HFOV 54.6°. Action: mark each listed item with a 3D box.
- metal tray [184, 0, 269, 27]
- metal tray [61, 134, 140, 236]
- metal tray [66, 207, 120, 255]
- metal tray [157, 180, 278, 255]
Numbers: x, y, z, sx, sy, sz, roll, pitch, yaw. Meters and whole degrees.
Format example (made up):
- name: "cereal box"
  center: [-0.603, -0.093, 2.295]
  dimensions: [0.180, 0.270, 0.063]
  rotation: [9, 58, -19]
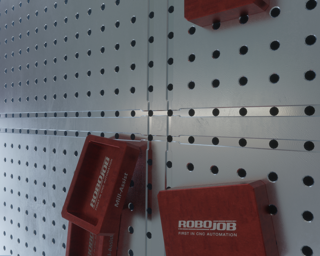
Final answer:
- name: "metal tray"
  center: [0.072, -0.190, 0.347]
  dimensions: [0.090, 0.030, 0.129]
  rotation: [0, 90, 40]
- name: "metal tray"
  center: [-0.088, 0.080, 0.455]
  dimensions: [0.090, 0.030, 0.130]
  rotation: [9, 78, 39]
- name: "metal tray"
  center: [-0.110, 0.178, 0.498]
  dimensions: [0.090, 0.030, 0.129]
  rotation: [12, 98, 39]
- name: "metal tray"
  center: [0.060, 0.112, 0.357]
  dimensions: [0.130, 0.030, 0.090]
  rotation: [-14, 81, 39]
